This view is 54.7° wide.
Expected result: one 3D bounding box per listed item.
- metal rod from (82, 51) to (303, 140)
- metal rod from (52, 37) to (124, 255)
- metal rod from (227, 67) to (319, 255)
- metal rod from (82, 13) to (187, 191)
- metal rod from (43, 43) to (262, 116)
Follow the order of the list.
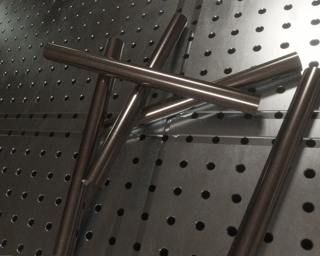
[{"bbox_3d":[0.029,-0.033,0.412,0.301,0.025,0.025,-19,55,16],"label":"metal rod"},{"bbox_3d":[-0.092,0.013,0.417,0.025,0.025,0.299,1,71,28],"label":"metal rod"},{"bbox_3d":[0.108,0.065,0.311,0.025,0.025,0.300,17,70,34],"label":"metal rod"},{"bbox_3d":[-0.022,-0.054,0.424,0.025,0.025,0.300,6,56,30],"label":"metal rod"},{"bbox_3d":[-0.023,-0.068,0.402,0.301,0.025,0.025,17,70,18],"label":"metal rod"}]
